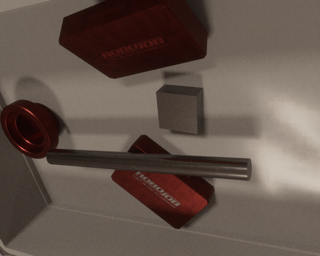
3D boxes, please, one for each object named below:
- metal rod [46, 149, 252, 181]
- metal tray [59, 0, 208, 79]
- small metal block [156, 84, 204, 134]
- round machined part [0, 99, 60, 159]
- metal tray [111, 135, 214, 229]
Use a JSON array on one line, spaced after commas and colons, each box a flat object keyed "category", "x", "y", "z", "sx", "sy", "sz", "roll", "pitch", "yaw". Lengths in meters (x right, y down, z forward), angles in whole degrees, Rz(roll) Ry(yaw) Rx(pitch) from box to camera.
[{"category": "metal rod", "x": -0.034, "y": 0.045, "z": 0.413, "sx": 0.300, "sy": 0.025, "sz": 0.025, "roll": 0, "pitch": 119, "yaw": 27}, {"category": "metal tray", "x": -0.027, "y": -0.095, "z": 0.325, "sx": 0.130, "sy": 0.030, "sz": 0.090, "roll": -7, "pitch": 158, "yaw": 31}, {"category": "small metal block", "x": 0.025, "y": -0.024, "z": 0.380, "sx": 0.050, "sy": 0.025, "sz": 0.050, "roll": 9, "pitch": 122, "yaw": 23}, {"category": "round machined part", "x": -0.203, "y": -0.002, "z": 0.501, "sx": 0.098, "sy": 0.042, "sz": 0.097, "roll": 13, "pitch": 124, "yaw": 20}, {"category": "metal tray", "x": 0.001, "y": 0.081, "z": 0.454, "sx": 0.130, "sy": 0.030, "sz": 0.089, "roll": 37, "pitch": 129, "yaw": 2}]
